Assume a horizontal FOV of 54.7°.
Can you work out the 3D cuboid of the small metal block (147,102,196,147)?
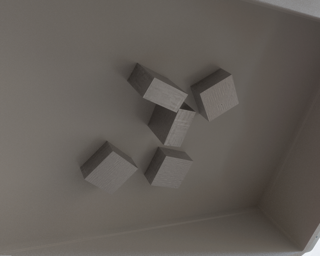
[{"bbox_3d":[0.013,-0.011,0.393,0.025,0.050,0.050,9,114,-33],"label":"small metal block"}]

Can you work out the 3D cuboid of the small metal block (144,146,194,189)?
[{"bbox_3d":[0.013,0.058,0.451,0.050,0.025,0.050,15,111,-34],"label":"small metal block"}]

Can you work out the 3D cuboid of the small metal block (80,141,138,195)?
[{"bbox_3d":[-0.066,0.053,0.405,0.050,0.025,0.050,-45,129,3],"label":"small metal block"}]

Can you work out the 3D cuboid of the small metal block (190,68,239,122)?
[{"bbox_3d":[0.075,-0.045,0.422,0.050,0.025,0.050,-32,129,-8],"label":"small metal block"}]

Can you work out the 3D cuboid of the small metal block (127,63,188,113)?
[{"bbox_3d":[-0.004,-0.047,0.361,0.050,0.050,0.025,21,107,-36],"label":"small metal block"}]
